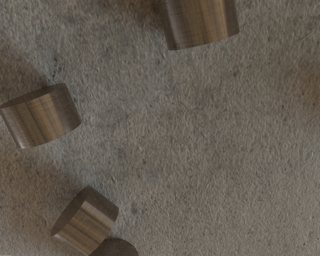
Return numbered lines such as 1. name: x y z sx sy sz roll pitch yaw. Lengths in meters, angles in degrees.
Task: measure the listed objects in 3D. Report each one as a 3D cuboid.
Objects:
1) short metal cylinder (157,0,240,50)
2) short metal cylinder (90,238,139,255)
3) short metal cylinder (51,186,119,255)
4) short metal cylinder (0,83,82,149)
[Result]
1. short metal cylinder: 0.042 -0.120 0.337 0.080 0.080 0.050 -14 110 5
2. short metal cylinder: -0.074 0.219 0.476 0.081 0.050 0.079 0 110 -1
3. short metal cylinder: -0.103 0.127 0.426 0.050 0.080 0.080 42 105 -14
4. short metal cylinder: -0.142 -0.017 0.372 0.080 0.080 0.050 -16 110 5
